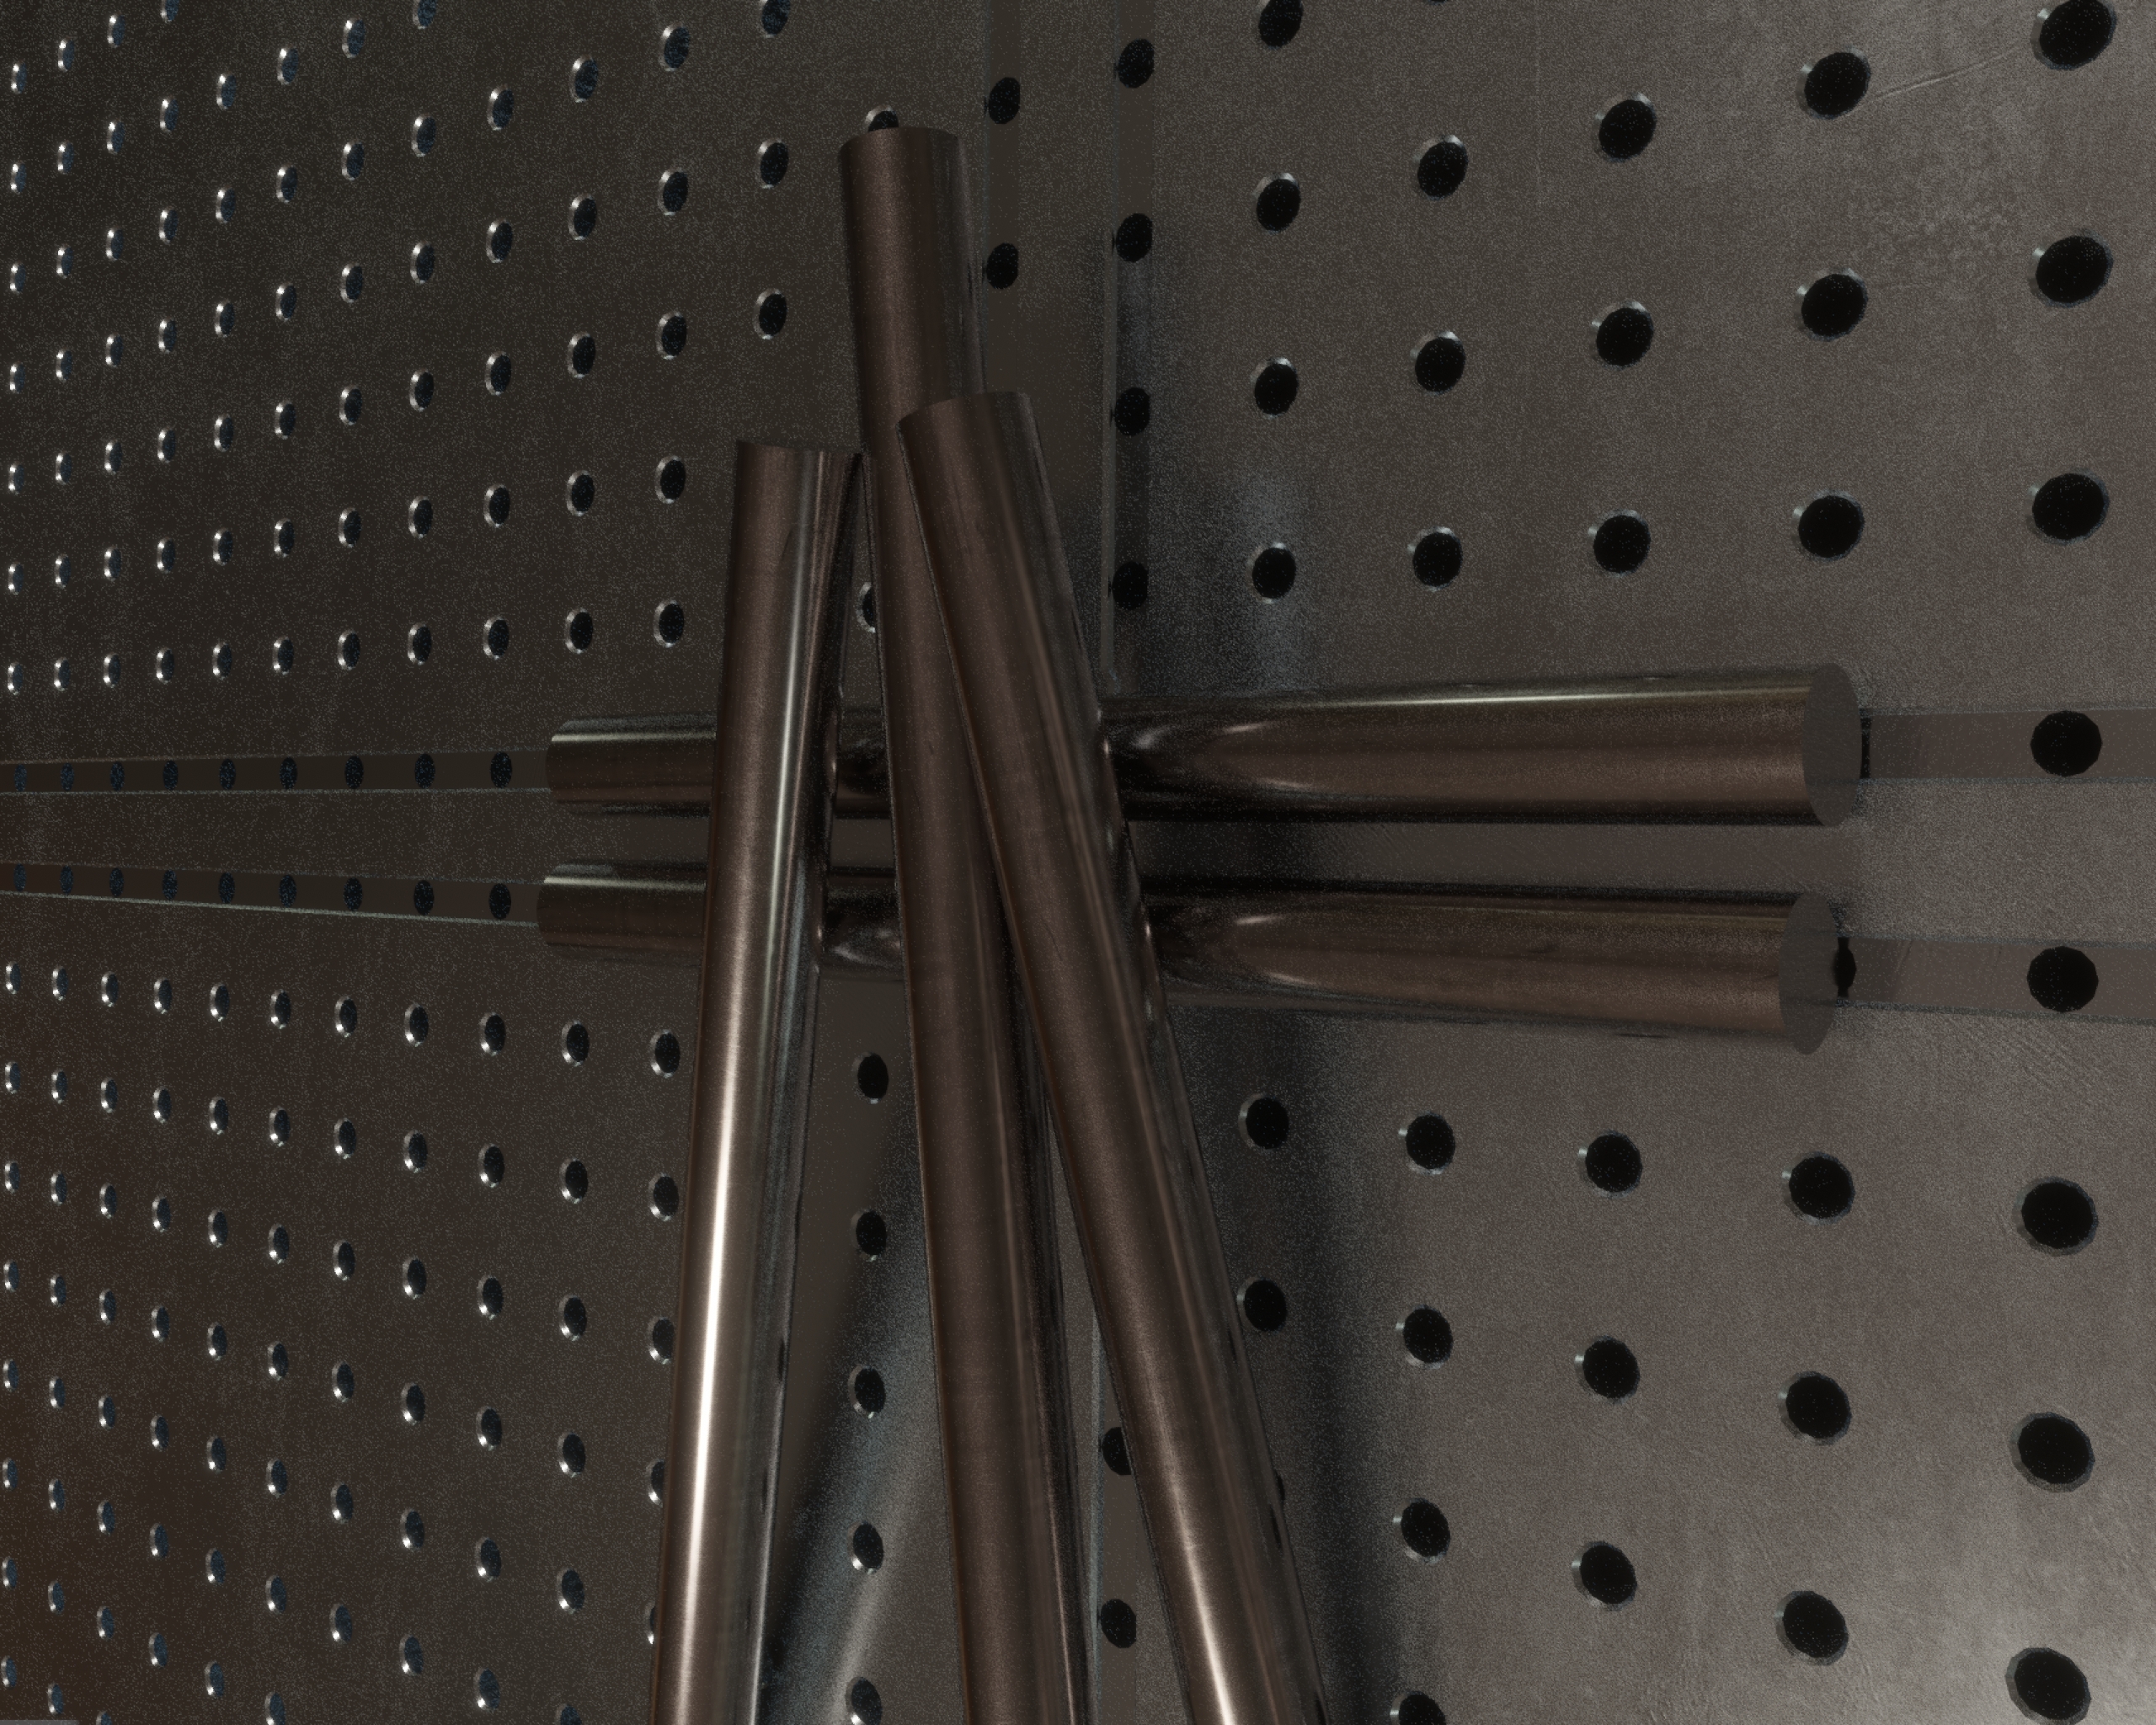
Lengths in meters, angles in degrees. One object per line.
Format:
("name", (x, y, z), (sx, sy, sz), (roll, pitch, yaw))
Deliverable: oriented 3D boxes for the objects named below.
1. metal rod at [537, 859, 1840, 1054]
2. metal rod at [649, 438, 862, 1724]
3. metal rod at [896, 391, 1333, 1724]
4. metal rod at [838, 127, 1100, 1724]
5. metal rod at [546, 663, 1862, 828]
("metal rod", (-0.005, 0.014, 0.412), (0.300, 0.025, 0.025), (1, 91, 39))
("metal rod", (-0.070, 0.062, 0.441), (0.025, 0.025, 0.298), (18, 108, 38))
("metal rod", (0.012, 0.065, 0.373), (0.025, 0.025, 0.298), (-14, 89, 39))
("metal rod", (-0.021, 0.011, 0.393), (0.025, 0.025, 0.298), (-8, 85, 39))
("metal rod", (-0.002, -0.020, 0.410), (0.300, 0.025, 0.025), (1, 91, 39))
